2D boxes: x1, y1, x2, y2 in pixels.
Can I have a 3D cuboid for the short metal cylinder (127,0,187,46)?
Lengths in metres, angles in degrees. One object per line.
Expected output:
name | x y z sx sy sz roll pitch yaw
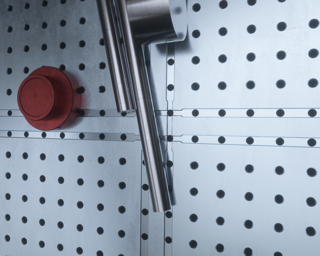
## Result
short metal cylinder | -0.001 -0.146 0.384 0.050 0.080 0.080 -2 89 20

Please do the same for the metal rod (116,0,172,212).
metal rod | -0.023 -0.038 0.420 0.025 0.025 0.298 -12 86 19

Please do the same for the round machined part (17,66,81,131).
round machined part | -0.172 -0.044 0.464 0.098 0.042 0.097 0 90 19

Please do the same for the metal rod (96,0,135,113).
metal rod | -0.075 -0.169 0.439 0.025 0.025 0.298 -13 86 19
